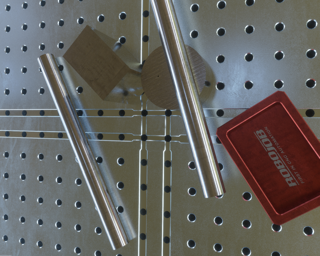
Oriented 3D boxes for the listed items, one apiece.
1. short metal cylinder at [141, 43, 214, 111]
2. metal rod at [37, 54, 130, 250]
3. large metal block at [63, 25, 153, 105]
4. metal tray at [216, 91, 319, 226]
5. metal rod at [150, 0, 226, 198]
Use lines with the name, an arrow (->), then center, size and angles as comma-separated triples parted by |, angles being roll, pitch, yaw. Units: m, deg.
short metal cylinder -> 0.023, -0.062, 0.390 | 0.080, 0.050, 0.079 | 0, 90, 19
metal rod -> -0.114, 0.028, 0.451 | 0.025, 0.025, 0.299 | -27, 82, 18
large metal block -> -0.063, -0.078, 0.404 | 0.080, 0.080, 0.050 | 47, 105, 14
metal tray -> 0.138, 0.034, 0.361 | 0.090, 0.030, 0.130 | -34, 79, 16
metal rod -> 0.021, -0.071, 0.351 | 0.025, 0.025, 0.298 | -17, 85, 19
